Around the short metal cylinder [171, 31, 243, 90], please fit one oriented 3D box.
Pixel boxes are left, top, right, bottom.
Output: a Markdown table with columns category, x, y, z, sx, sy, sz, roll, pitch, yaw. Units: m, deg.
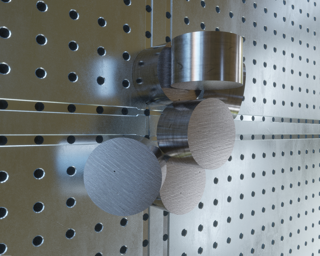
| category | x | y | z | sx | sy | sz | roll | pitch | yaw |
| --- | --- | --- | --- | --- | --- | --- | --- | --- | --- |
| short metal cylinder | 0.053 | -0.073 | 0.350 | 0.081 | 0.080 | 0.050 | 0 | 90 | -40 |

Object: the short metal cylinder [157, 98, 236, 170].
| category | x | y | z | sx | sy | sz | roll | pitch | yaw |
| --- | --- | --- | --- | --- | --- | --- | --- | --- | --- |
| short metal cylinder | 0.043 | 0.006 | 0.362 | 0.081 | 0.050 | 0.079 | 0 | 90 | -40 |

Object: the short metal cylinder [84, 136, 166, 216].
| category | x | y | z | sx | sy | sz | roll | pitch | yaw |
| --- | --- | --- | --- | --- | --- | --- | --- | --- | --- |
| short metal cylinder | -0.035 | 0.048 | 0.336 | 0.050 | 0.080 | 0.079 | -16 | 104 | -84 |

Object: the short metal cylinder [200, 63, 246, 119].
| category | x | y | z | sx | sy | sz | roll | pitch | yaw |
| --- | --- | --- | --- | --- | --- | --- | --- | --- | --- |
| short metal cylinder | 0.084 | -0.055 | 0.434 | 0.050 | 0.080 | 0.080 | 8 | 83 | 1 |

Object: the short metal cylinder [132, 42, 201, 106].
| category | x | y | z | sx | sy | sz | roll | pitch | yaw |
| --- | --- | --- | --- | --- | --- | --- | --- | --- | --- |
| short metal cylinder | 0.012 | -0.069 | 0.402 | 0.081 | 0.050 | 0.079 | -1 | 91 | -40 |

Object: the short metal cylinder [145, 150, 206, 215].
| category | x | y | z | sx | sy | sz | roll | pitch | yaw |
| --- | --- | --- | --- | --- | --- | --- | --- | --- | --- |
| short metal cylinder | 0.014 | 0.067 | 0.403 | 0.081 | 0.050 | 0.079 | -1 | 92 | -40 |
